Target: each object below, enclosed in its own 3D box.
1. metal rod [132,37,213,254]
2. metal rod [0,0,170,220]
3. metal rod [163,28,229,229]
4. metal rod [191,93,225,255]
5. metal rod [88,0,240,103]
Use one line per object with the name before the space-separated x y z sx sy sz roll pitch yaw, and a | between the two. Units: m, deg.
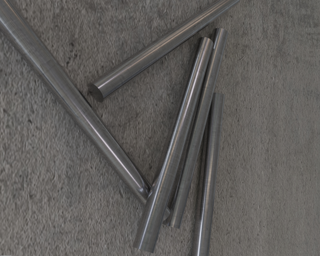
metal rod | 0.024 0.005 0.403 0.025 0.025 0.300 35 62 -35
metal rod | -0.073 0.001 0.343 0.025 0.025 0.299 -49 119 -29
metal rod | 0.055 -0.008 0.450 0.025 0.025 0.299 26 74 -37
metal rod | 0.070 0.096 0.463 0.025 0.025 0.298 12 83 -40
metal rod | 0.023 -0.125 0.423 0.302 0.025 0.025 -42 116 -32
